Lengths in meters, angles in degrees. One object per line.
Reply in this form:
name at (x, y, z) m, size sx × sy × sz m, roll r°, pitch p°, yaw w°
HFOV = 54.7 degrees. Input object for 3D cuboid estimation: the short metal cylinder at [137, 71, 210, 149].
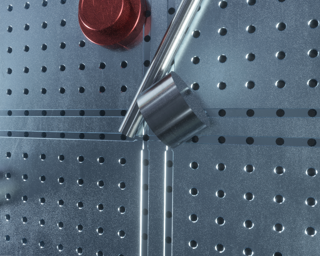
short metal cylinder at (0.017, -0.022, 0.377) m, size 0.050 × 0.080 × 0.080 m, roll -34°, pitch 79°, yaw 17°

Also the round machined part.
round machined part at (-0.072, -0.163, 0.429) m, size 0.098 × 0.042 × 0.097 m, roll 0°, pitch 90°, yaw 20°

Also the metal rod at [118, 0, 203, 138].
metal rod at (0.020, -0.124, 0.405) m, size 0.025 × 0.025 × 0.298 m, roll 30°, pitch 100°, yaw 17°
